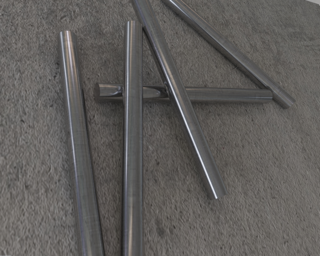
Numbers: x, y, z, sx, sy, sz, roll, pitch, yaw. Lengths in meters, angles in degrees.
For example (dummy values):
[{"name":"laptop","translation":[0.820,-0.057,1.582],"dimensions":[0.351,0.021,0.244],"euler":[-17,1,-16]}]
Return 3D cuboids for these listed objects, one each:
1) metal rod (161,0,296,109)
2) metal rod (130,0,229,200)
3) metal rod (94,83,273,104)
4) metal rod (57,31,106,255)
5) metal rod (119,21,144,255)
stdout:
[{"name":"metal rod","translation":[0.121,-0.142,0.554],"dimensions":[0.300,0.025,0.025],"euler":[41,51,0]},{"name":"metal rod","translation":[0.021,-0.051,0.414],"dimensions":[0.025,0.025,0.299],"euler":[-15,80,-34]},{"name":"metal rod","translation":[0.053,-0.049,0.461],"dimensions":[0.303,0.025,0.025],"euler":[-2,63,-29]},{"name":"metal rod","translation":[-0.091,0.012,0.347],"dimensions":[0.025,0.025,0.299],"euler":[1,61,-28]},{"name":"metal rod","translation":[-0.032,0.001,0.362],"dimensions":[0.025,0.025,0.299],"euler":[9,65,-24]}]
